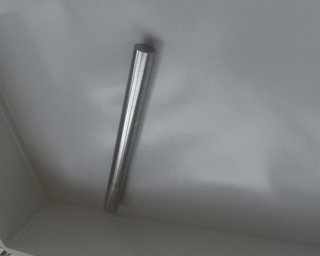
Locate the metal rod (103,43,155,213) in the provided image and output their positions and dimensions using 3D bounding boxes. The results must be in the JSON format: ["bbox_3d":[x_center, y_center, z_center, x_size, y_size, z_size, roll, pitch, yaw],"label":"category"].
[{"bbox_3d":[-0.052,0.022,0.447,0.025,0.025,0.298,25,127,12],"label":"metal rod"}]
